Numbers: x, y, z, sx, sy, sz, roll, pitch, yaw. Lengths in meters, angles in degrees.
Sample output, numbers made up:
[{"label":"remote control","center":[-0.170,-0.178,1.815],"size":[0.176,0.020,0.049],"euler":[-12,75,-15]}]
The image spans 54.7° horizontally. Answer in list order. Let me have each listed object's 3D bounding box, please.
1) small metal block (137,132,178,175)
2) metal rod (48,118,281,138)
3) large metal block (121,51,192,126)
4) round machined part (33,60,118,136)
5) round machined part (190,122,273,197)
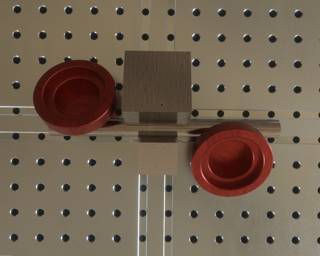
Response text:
[{"label":"small metal block","center":[-0.003,0.034,0.403],"size":[0.050,0.025,0.050],"euler":[1,119,0]},{"label":"metal rod","center":[0.006,0.000,0.414],"size":[0.302,0.025,0.025],"euler":[1,90,0]},{"label":"large metal block","center":[-0.003,-0.049,0.389],"size":[0.081,0.050,0.080],"euler":[1,72,0]},{"label":"round machined part","center":[-0.103,-0.034,0.391],"size":[0.099,0.042,0.098],"euler":[0,64,0]},{"label":"round machined part","center":[0.088,0.036,0.393],"size":[0.099,0.042,0.097],"euler":[0,115,0]}]
